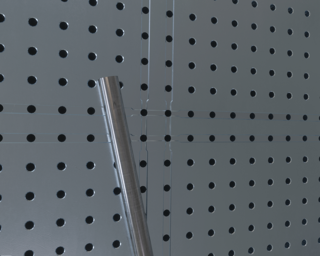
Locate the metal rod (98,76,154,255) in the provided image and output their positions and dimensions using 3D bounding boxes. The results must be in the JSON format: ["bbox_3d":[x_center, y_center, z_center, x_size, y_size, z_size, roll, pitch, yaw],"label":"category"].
[{"bbox_3d":[-0.037,0.083,0.399,0.025,0.025,0.298,-12,94,-20],"label":"metal rod"}]
